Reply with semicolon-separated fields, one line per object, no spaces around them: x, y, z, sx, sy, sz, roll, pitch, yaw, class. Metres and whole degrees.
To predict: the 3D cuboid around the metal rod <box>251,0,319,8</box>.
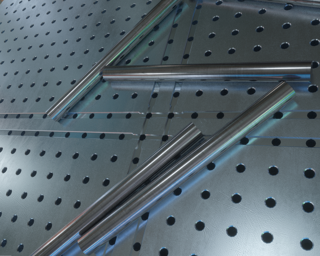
0.157;-0.194;0.443;0.300;0.025;0.025;26;76;36;metal rod

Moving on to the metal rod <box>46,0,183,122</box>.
-0.073;-0.124;0.520;0.300;0.025;0.025;-45;51;-4;metal rod

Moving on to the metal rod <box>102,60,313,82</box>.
0.044;-0.077;0.430;0.300;0.025;0.025;5;64;30;metal rod

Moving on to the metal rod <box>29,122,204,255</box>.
-0.069;0.097;0.383;0.300;0.025;0.025;-40;51;1;metal rod

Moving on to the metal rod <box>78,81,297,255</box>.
0.030;0.048;0.362;0.300;0.025;0.025;-38;51;2;metal rod
